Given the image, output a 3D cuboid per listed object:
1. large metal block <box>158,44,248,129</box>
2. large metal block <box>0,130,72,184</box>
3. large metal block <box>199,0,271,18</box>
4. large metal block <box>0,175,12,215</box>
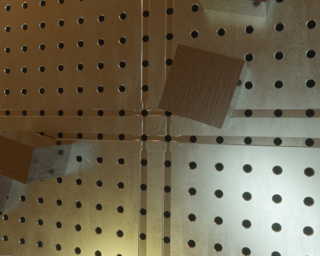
[{"bbox_3d":[0.054,-0.049,0.380,0.080,0.050,0.080,20,96,18],"label":"large metal block"},{"bbox_3d":[-0.190,0.039,0.449,0.080,0.080,0.050,16,95,19],"label":"large metal block"},{"bbox_3d":[0.095,-0.184,0.366,0.080,0.050,0.079,15,95,19],"label":"large metal block"},{"bbox_3d":[-0.294,0.093,0.501,0.080,0.050,0.080,21,97,18],"label":"large metal block"}]
